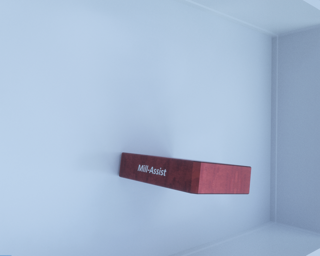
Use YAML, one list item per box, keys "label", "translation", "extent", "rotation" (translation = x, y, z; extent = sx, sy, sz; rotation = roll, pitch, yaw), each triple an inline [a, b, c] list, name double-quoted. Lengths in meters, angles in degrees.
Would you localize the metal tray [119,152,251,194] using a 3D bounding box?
- label: "metal tray"
  translation: [0.025, 0.051, 0.358]
  extent: [0.091, 0.130, 0.030]
  rotation: [10, 84, -40]
